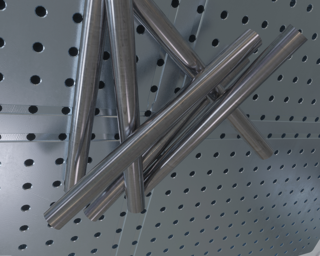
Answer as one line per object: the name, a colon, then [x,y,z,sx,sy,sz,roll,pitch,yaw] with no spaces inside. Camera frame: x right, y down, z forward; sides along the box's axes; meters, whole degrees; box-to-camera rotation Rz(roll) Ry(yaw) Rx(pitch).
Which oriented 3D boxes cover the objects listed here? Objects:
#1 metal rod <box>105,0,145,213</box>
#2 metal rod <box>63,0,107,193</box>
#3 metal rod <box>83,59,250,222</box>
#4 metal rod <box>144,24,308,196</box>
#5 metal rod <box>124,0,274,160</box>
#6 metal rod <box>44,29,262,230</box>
metal rod: [-0.035,-0.019,0.346,0.025,0.025,0.298,-15,124,-20]
metal rod: [-0.078,-0.053,0.335,0.025,0.025,0.298,0,119,-28]
metal rod: [0.006,0.013,0.421,0.300,0.025,0.025,-46,129,4]
metal rod: [0.053,-0.001,0.387,0.025,0.025,0.299,22,123,-36]
metal rod: [0.061,-0.052,0.382,0.025,0.025,0.300,-45,120,3]
metal rod: [-0.004,-0.002,0.342,0.300,0.025,0.025,-42,130,-4]
